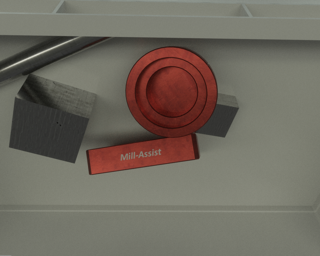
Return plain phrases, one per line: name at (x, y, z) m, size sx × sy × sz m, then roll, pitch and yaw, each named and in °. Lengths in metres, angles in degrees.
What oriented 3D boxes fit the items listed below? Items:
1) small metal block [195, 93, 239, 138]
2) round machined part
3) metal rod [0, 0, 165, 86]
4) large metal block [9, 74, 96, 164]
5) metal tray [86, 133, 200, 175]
small metal block at (0.066, -0.018, 0.395) m, size 0.050 × 0.025 × 0.050 m, roll 9°, pitch 130°, yaw -9°
round machined part at (0.015, -0.042, 0.347) m, size 0.098 × 0.042 × 0.097 m, roll 3°, pitch 106°, yaw 9°
metal rod at (-0.139, -0.076, 0.341) m, size 0.301 × 0.025 × 0.025 m, roll -18°, pitch 128°, yaw 14°
large metal block at (-0.132, -0.010, 0.383) m, size 0.081 × 0.050 × 0.079 m, roll 17°, pitch 128°, yaw -14°
metal tray at (-0.016, 0.033, 0.397) m, size 0.131 × 0.090 × 0.030 m, roll -9°, pitch 85°, yaw 7°
